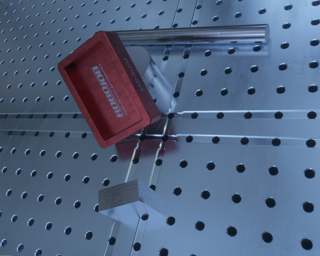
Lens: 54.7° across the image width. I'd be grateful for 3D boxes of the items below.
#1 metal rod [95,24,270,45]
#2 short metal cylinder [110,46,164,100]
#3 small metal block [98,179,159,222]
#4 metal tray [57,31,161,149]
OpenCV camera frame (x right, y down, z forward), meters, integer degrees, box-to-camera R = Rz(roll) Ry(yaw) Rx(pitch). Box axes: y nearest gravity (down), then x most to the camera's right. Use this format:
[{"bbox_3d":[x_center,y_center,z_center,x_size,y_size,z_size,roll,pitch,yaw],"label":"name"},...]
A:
[{"bbox_3d":[0.015,-0.144,0.487,0.300,0.025,0.025,8,66,31],"label":"metal rod"},{"bbox_3d":[-0.040,-0.073,0.457,0.080,0.050,0.080,-13,56,20],"label":"short metal cylinder"},{"bbox_3d":[-0.035,0.085,0.357,0.050,0.050,0.025,-19,55,17],"label":"small metal block"},{"bbox_3d":[-0.068,-0.048,0.407,0.090,0.030,0.130,-28,91,28],"label":"metal tray"}]
